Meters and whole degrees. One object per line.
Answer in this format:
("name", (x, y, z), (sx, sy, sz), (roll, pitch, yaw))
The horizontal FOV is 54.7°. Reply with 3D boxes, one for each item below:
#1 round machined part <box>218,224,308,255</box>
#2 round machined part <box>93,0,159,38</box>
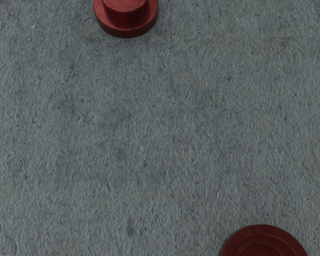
("round machined part", (0.111, 0.158, 0.342), (0.099, 0.042, 0.098), (0, 70, 0))
("round machined part", (-0.051, -0.189, 0.468), (0.099, 0.042, 0.098), (0, 70, 0))
